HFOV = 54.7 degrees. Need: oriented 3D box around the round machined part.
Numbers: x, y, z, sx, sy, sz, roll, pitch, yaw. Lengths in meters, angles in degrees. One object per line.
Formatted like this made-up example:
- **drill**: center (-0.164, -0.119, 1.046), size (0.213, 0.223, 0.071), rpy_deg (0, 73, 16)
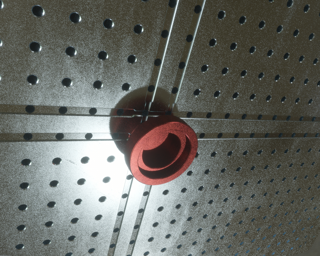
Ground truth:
- **round machined part**: center (-0.002, 0.025, 0.417), size (0.099, 0.042, 0.097), rpy_deg (-14, 125, -21)
